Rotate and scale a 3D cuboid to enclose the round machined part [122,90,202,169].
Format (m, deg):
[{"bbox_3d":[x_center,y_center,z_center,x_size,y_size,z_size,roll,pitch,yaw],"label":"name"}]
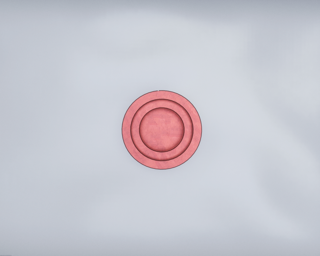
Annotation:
[{"bbox_3d":[0.002,0.002,0.399,0.099,0.042,0.097,0,90,-1],"label":"round machined part"}]
